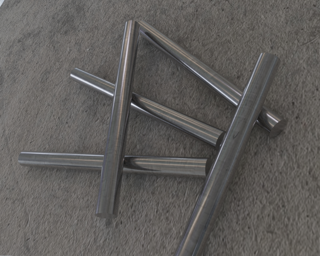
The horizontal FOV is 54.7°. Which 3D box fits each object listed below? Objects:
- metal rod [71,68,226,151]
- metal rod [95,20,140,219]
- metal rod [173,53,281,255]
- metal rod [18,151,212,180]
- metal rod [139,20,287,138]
[{"bbox_3d":[-0.036,-0.039,0.446,0.300,0.025,0.025,27,76,37],"label":"metal rod"},{"bbox_3d":[-0.052,-0.032,0.417,0.025,0.025,0.299,-10,57,23],"label":"metal rod"},{"bbox_3d":[0.059,0.056,0.317,0.025,0.025,0.299,18,77,35],"label":"metal rod"},{"bbox_3d":[-0.078,0.047,0.416,0.300,0.025,0.025,-1,62,28],"label":"metal rod"},{"bbox_3d":[0.049,-0.085,0.430,0.025,0.025,0.300,-42,51,-1],"label":"metal rod"}]
